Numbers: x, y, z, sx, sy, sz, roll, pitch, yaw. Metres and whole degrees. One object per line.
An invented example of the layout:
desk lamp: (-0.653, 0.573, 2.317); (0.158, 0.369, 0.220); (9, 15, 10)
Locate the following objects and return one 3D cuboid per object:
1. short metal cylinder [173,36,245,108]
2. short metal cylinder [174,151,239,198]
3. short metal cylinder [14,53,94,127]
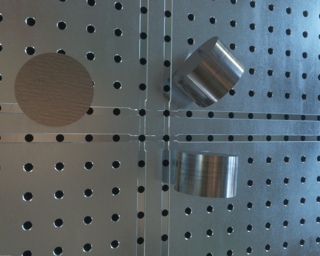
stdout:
short metal cylinder: (0.063, -0.073, 0.408); (0.050, 0.080, 0.080); (42, 77, -16)
short metal cylinder: (0.061, 0.058, 0.407); (0.081, 0.080, 0.050); (5, 89, -20)
short metal cylinder: (-0.120, -0.041, 0.355); (0.081, 0.050, 0.079); (0, 90, -20)
